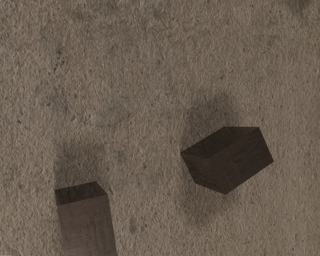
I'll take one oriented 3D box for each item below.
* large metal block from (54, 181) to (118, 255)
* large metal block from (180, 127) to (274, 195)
[{"bbox_3d":[-0.085,0.111,0.349,0.050,0.080,0.079,-9,94,-20],"label":"large metal block"},{"bbox_3d":[0.086,0.039,0.413,0.080,0.080,0.050,-29,100,-18],"label":"large metal block"}]
